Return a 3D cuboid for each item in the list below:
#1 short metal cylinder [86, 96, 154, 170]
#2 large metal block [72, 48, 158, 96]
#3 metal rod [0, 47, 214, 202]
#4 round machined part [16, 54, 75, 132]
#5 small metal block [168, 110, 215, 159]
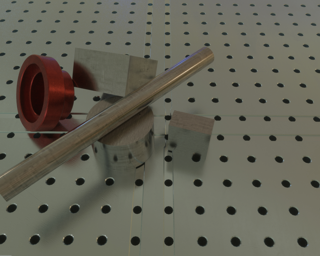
[{"bbox_3d":[-0.047,0.005,0.387,0.081,0.050,0.080,0,50,0],"label":"short metal cylinder"},{"bbox_3d":[-0.059,-0.075,0.421,0.080,0.050,0.080,13,12,22],"label":"large metal block"},{"bbox_3d":[-0.043,-0.020,0.359,0.302,0.025,0.025,-36,59,-27],"label":"metal rod"},{"bbox_3d":[-0.148,-0.044,0.406,0.042,0.097,0.098,-1,41,-45],"label":"round machined part"},{"bbox_3d":[0.038,0.009,0.384,0.050,0.050,0.025,13,51,10],"label":"small metal block"}]
